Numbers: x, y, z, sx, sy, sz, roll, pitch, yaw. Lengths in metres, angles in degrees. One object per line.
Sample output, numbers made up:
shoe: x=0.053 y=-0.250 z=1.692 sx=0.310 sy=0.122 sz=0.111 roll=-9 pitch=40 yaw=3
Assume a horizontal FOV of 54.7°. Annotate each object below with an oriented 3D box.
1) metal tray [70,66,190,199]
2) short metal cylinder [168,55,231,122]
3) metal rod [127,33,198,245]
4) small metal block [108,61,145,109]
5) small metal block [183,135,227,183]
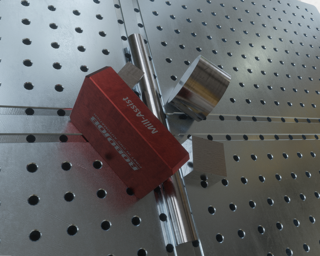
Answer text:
metal tray: x=-0.039 y=0.008 z=0.341 sx=0.130 sy=0.090 sz=0.030 roll=48 pitch=51 yaw=5
short metal cylinder: x=0.055 y=-0.056 z=0.438 sx=0.050 sy=0.080 sz=0.080 roll=33 pitch=51 yaw=-7
metal rod: x=-0.004 y=-0.003 z=0.409 sx=0.025 sy=0.025 sz=0.299 roll=0 pitch=62 yaw=-29
small metal block: x=-0.050 y=-0.049 z=0.395 sx=0.025 sy=0.050 sz=0.050 roll=36 pitch=51 yaw=-5
small metal block: x=0.059 y=0.043 z=0.417 sx=0.050 sy=0.025 sz=0.050 roll=14 pitch=56 yaw=-21
